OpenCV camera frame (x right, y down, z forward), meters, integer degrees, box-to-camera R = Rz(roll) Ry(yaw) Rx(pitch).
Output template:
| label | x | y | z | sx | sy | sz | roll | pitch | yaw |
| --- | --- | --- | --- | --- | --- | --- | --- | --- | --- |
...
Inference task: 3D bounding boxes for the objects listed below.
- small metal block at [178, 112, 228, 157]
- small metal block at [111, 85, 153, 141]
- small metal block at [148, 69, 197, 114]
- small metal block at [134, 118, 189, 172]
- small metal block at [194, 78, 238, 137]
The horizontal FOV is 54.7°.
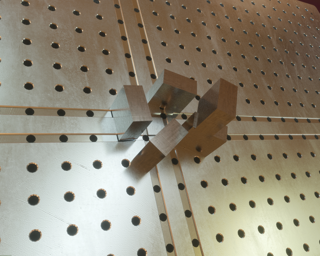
| label | x | y | z | sx | sy | sz | roll | pitch | yaw |
| --- | --- | --- | --- | --- | --- | --- | --- | --- | --- |
| small metal block | 0.055 | 0.010 | 0.418 | 0.050 | 0.050 | 0.025 | 23 | 53 | -15 |
| small metal block | -0.037 | -0.018 | 0.385 | 0.025 | 0.050 | 0.050 | -3 | 63 | -30 |
| small metal block | 0.017 | -0.050 | 0.434 | 0.050 | 0.050 | 0.025 | 17 | 55 | -19 |
| small metal block | 0.001 | 0.021 | 0.381 | 0.025 | 0.050 | 0.050 | 45 | 51 | 2 |
| small metal block | 0.069 | -0.025 | 0.382 | 0.025 | 0.050 | 0.050 | 24 | 53 | -14 |
